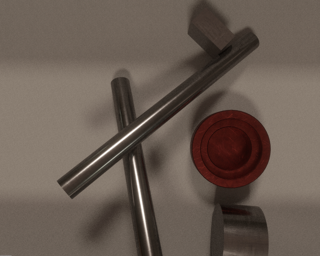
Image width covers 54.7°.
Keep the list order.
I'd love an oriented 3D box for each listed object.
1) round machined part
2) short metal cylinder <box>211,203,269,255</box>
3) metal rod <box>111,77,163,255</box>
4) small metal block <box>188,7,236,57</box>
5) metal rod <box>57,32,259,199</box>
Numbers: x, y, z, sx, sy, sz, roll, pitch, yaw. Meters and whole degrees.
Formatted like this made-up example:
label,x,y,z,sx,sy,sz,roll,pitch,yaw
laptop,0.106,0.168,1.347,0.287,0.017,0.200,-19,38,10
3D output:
label,x,y,z,sx,sy,sz,roll,pitch,yaw
round machined part,0.088,0.026,0.404,0.099,0.042,0.097,0,90,-1
short metal cylinder,0.096,0.136,0.385,0.050,0.080,0.079,5,90,0
metal rod,-0.024,0.070,0.347,0.025,0.025,0.299,-12,64,0
small metal block,0.065,-0.120,0.400,0.050,0.050,0.025,44,90,0
metal rod,0.012,-0.026,0.367,0.301,0.025,0.025,-39,90,-18
